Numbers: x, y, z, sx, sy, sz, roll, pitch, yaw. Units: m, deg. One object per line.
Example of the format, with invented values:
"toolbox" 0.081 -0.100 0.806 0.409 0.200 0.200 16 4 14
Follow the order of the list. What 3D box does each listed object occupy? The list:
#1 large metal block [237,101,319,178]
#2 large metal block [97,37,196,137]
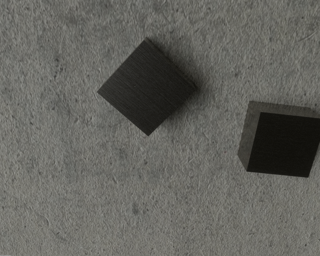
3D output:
"large metal block" 0.154 0.014 0.403 0.081 0.050 0.079 6 110 -3
"large metal block" -0.016 -0.051 0.377 0.080 0.050 0.080 42 105 -14
